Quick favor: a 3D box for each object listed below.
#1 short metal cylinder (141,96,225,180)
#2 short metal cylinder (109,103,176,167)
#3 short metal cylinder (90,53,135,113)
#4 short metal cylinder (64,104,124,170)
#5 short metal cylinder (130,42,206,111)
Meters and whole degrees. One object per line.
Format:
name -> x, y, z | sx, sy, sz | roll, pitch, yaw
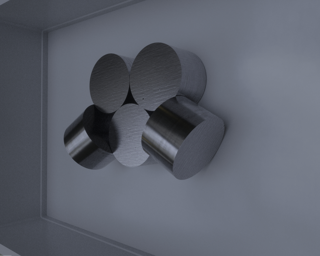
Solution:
short metal cylinder -> 0.026, 0.011, 0.347 | 0.050, 0.081, 0.079 | 37, 113, 34
short metal cylinder -> -0.021, 0.009, 0.406 | 0.080, 0.050, 0.080 | 0, 90, 40
short metal cylinder -> -0.053, -0.059, 0.432 | 0.080, 0.050, 0.080 | 0, 90, 40
short metal cylinder -> -0.088, 0.013, 0.442 | 0.050, 0.081, 0.080 | -37, 67, 34
short metal cylinder -> 0.009, -0.060, 0.381 | 0.080, 0.050, 0.080 | 0, 90, 40
